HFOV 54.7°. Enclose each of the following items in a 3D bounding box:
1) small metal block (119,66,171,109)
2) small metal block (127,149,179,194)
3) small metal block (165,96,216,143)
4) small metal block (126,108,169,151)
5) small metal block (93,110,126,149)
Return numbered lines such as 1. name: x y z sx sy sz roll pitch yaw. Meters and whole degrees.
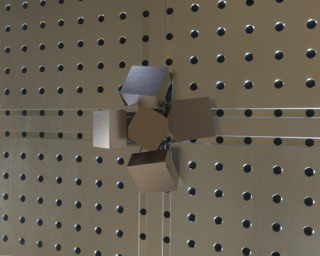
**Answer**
1. small metal block: -0.018 -0.054 0.405 0.050 0.025 0.050 7 56 20
2. small metal block: -0.008 0.057 0.401 0.050 0.025 0.050 -10 123 19
3. small metal block: 0.038 -0.010 0.386 0.050 0.025 0.050 -8 86 -16
4. small metal block: -0.012 0.001 0.415 0.050 0.025 0.050 33 100 16
5. small metal block: -0.069 0.001 0.423 0.050 0.025 0.050 0 90 54
